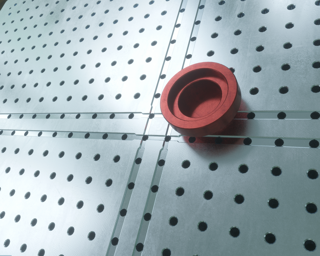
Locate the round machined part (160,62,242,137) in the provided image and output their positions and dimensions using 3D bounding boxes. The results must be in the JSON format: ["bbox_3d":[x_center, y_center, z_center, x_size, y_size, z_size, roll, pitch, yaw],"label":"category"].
[{"bbox_3d":[0.053,-0.032,0.390,0.098,0.042,0.098,-13,56,21],"label":"round machined part"}]
